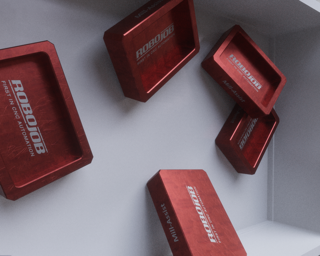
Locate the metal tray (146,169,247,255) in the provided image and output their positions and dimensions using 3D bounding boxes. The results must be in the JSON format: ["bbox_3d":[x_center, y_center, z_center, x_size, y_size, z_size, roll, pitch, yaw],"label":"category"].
[{"bbox_3d":[0.045,0.116,0.396,0.091,0.030,0.130,6,48,-40],"label":"metal tray"}]

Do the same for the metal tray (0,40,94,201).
[{"bbox_3d":[-0.128,-0.009,0.296,0.091,0.030,0.129,-26,107,-37],"label":"metal tray"}]

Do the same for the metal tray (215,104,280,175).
[{"bbox_3d":[0.155,0.004,0.536,0.090,0.030,0.130,50,61,-29],"label":"metal tray"}]

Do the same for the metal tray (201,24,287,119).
[{"bbox_3d":[0.138,-0.089,0.498,0.130,0.030,0.090,43,63,-14],"label":"metal tray"}]

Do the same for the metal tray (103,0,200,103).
[{"bbox_3d":[-0.002,-0.104,0.382,0.131,0.030,0.090,-47,139,-30],"label":"metal tray"}]
